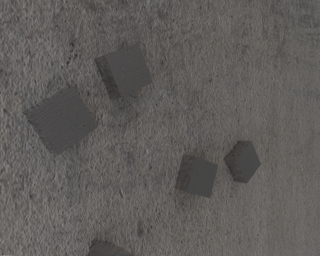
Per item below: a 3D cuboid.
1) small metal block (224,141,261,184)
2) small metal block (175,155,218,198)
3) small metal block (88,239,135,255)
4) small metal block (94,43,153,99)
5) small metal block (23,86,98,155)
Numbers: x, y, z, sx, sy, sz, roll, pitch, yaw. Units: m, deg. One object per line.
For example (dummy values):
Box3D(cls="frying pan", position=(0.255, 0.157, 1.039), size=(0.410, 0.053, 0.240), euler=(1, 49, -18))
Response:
Box3D(cls="small metal block", position=(0.140, 0.056, 0.521), size=(0.050, 0.025, 0.050), euler=(-42, 116, -32))
Box3D(cls="small metal block", position=(0.053, 0.071, 0.449), size=(0.050, 0.025, 0.050), euler=(25, 75, -37))
Box3D(cls="small metal block", position=(-0.059, 0.156, 0.339), size=(0.025, 0.050, 0.050), euler=(26, 74, -37))
Box3D(cls="small metal block", position=(-0.042, -0.068, 0.369), size=(0.050, 0.025, 0.050), euler=(-32, 110, -35))
Box3D(cls="small metal block", position=(-0.101, -0.008, 0.319), size=(0.050, 0.025, 0.050), euler=(-40, 115, -32))
